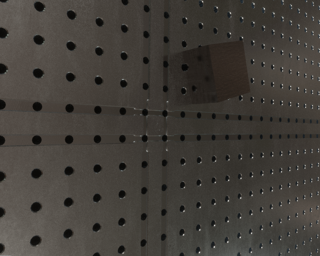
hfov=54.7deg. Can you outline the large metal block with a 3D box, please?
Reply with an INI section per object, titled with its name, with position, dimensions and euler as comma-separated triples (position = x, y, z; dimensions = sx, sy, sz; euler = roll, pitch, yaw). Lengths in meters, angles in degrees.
[large metal block]
position = 0.087, -0.084, 0.468
dimensions = 0.081, 0.050, 0.079
euler = -19, 102, -39
